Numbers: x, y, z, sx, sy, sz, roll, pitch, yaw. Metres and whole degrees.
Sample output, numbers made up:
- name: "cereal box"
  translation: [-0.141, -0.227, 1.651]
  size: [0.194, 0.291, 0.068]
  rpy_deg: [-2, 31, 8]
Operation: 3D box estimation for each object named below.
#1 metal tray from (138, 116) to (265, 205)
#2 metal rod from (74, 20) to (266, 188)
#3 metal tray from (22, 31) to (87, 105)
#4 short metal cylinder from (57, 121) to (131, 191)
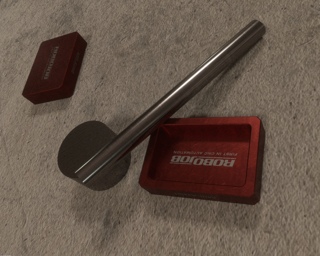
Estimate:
- name: "metal tray"
  translation: [0.047, 0.034, 0.354]
  size: [0.130, 0.030, 0.090]
  rpy_deg: [0, 61, 27]
- name: "metal rod"
  translation: [0.023, -0.039, 0.381]
  size: [0.301, 0.025, 0.025]
  rpy_deg: [-41, 50, -14]
- name: "metal tray"
  translation: [-0.190, -0.110, 0.565]
  size: [0.090, 0.030, 0.130]
  rpy_deg: [-8, 58, 23]
- name: "short metal cylinder"
  translation: [-0.086, 0.037, 0.408]
  size: [0.080, 0.050, 0.080]
  rpy_deg: [-13, 56, 20]
